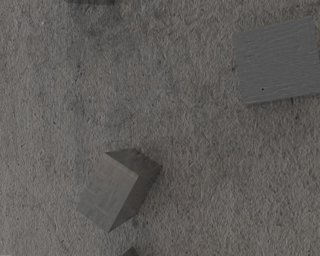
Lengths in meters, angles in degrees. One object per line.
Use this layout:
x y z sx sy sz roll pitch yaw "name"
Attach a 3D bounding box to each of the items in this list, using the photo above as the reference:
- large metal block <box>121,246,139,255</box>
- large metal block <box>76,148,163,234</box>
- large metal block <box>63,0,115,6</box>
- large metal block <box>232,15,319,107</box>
-0.064 0.212 0.402 0.080 0.080 0.050 -45 76 14 "large metal block"
-0.049 0.075 0.397 0.050 0.080 0.080 31 100 17 "large metal block"
-0.113 -0.208 0.420 0.080 0.080 0.050 11 94 19 "large metal block"
0.131 -0.070 0.349 0.080 0.050 0.080 -9 87 19 "large metal block"
